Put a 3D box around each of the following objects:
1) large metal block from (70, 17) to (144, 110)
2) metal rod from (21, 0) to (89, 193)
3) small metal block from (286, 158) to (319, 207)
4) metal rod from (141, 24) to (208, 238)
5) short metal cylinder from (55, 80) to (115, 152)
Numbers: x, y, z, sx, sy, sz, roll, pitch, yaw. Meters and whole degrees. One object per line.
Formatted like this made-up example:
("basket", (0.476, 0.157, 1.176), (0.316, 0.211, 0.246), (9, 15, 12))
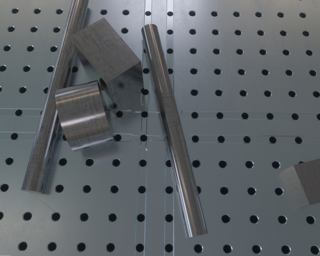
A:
("large metal block", (-0.067, -0.082, 0.412), (0.050, 0.080, 0.080), (-35, 74, -12))
("metal rod", (-0.141, -0.061, 0.432), (0.025, 0.025, 0.299), (6, 70, 2))
("small metal block", (0.196, 0.067, 0.389), (0.050, 0.025, 0.050), (-13, 71, -5))
("metal rod", (0.014, -0.011, 0.415), (0.025, 0.025, 0.299), (-11, 70, -4))
("short metal cylinder", (-0.092, -0.015, 0.387), (0.050, 0.080, 0.080), (-15, 71, -6))
